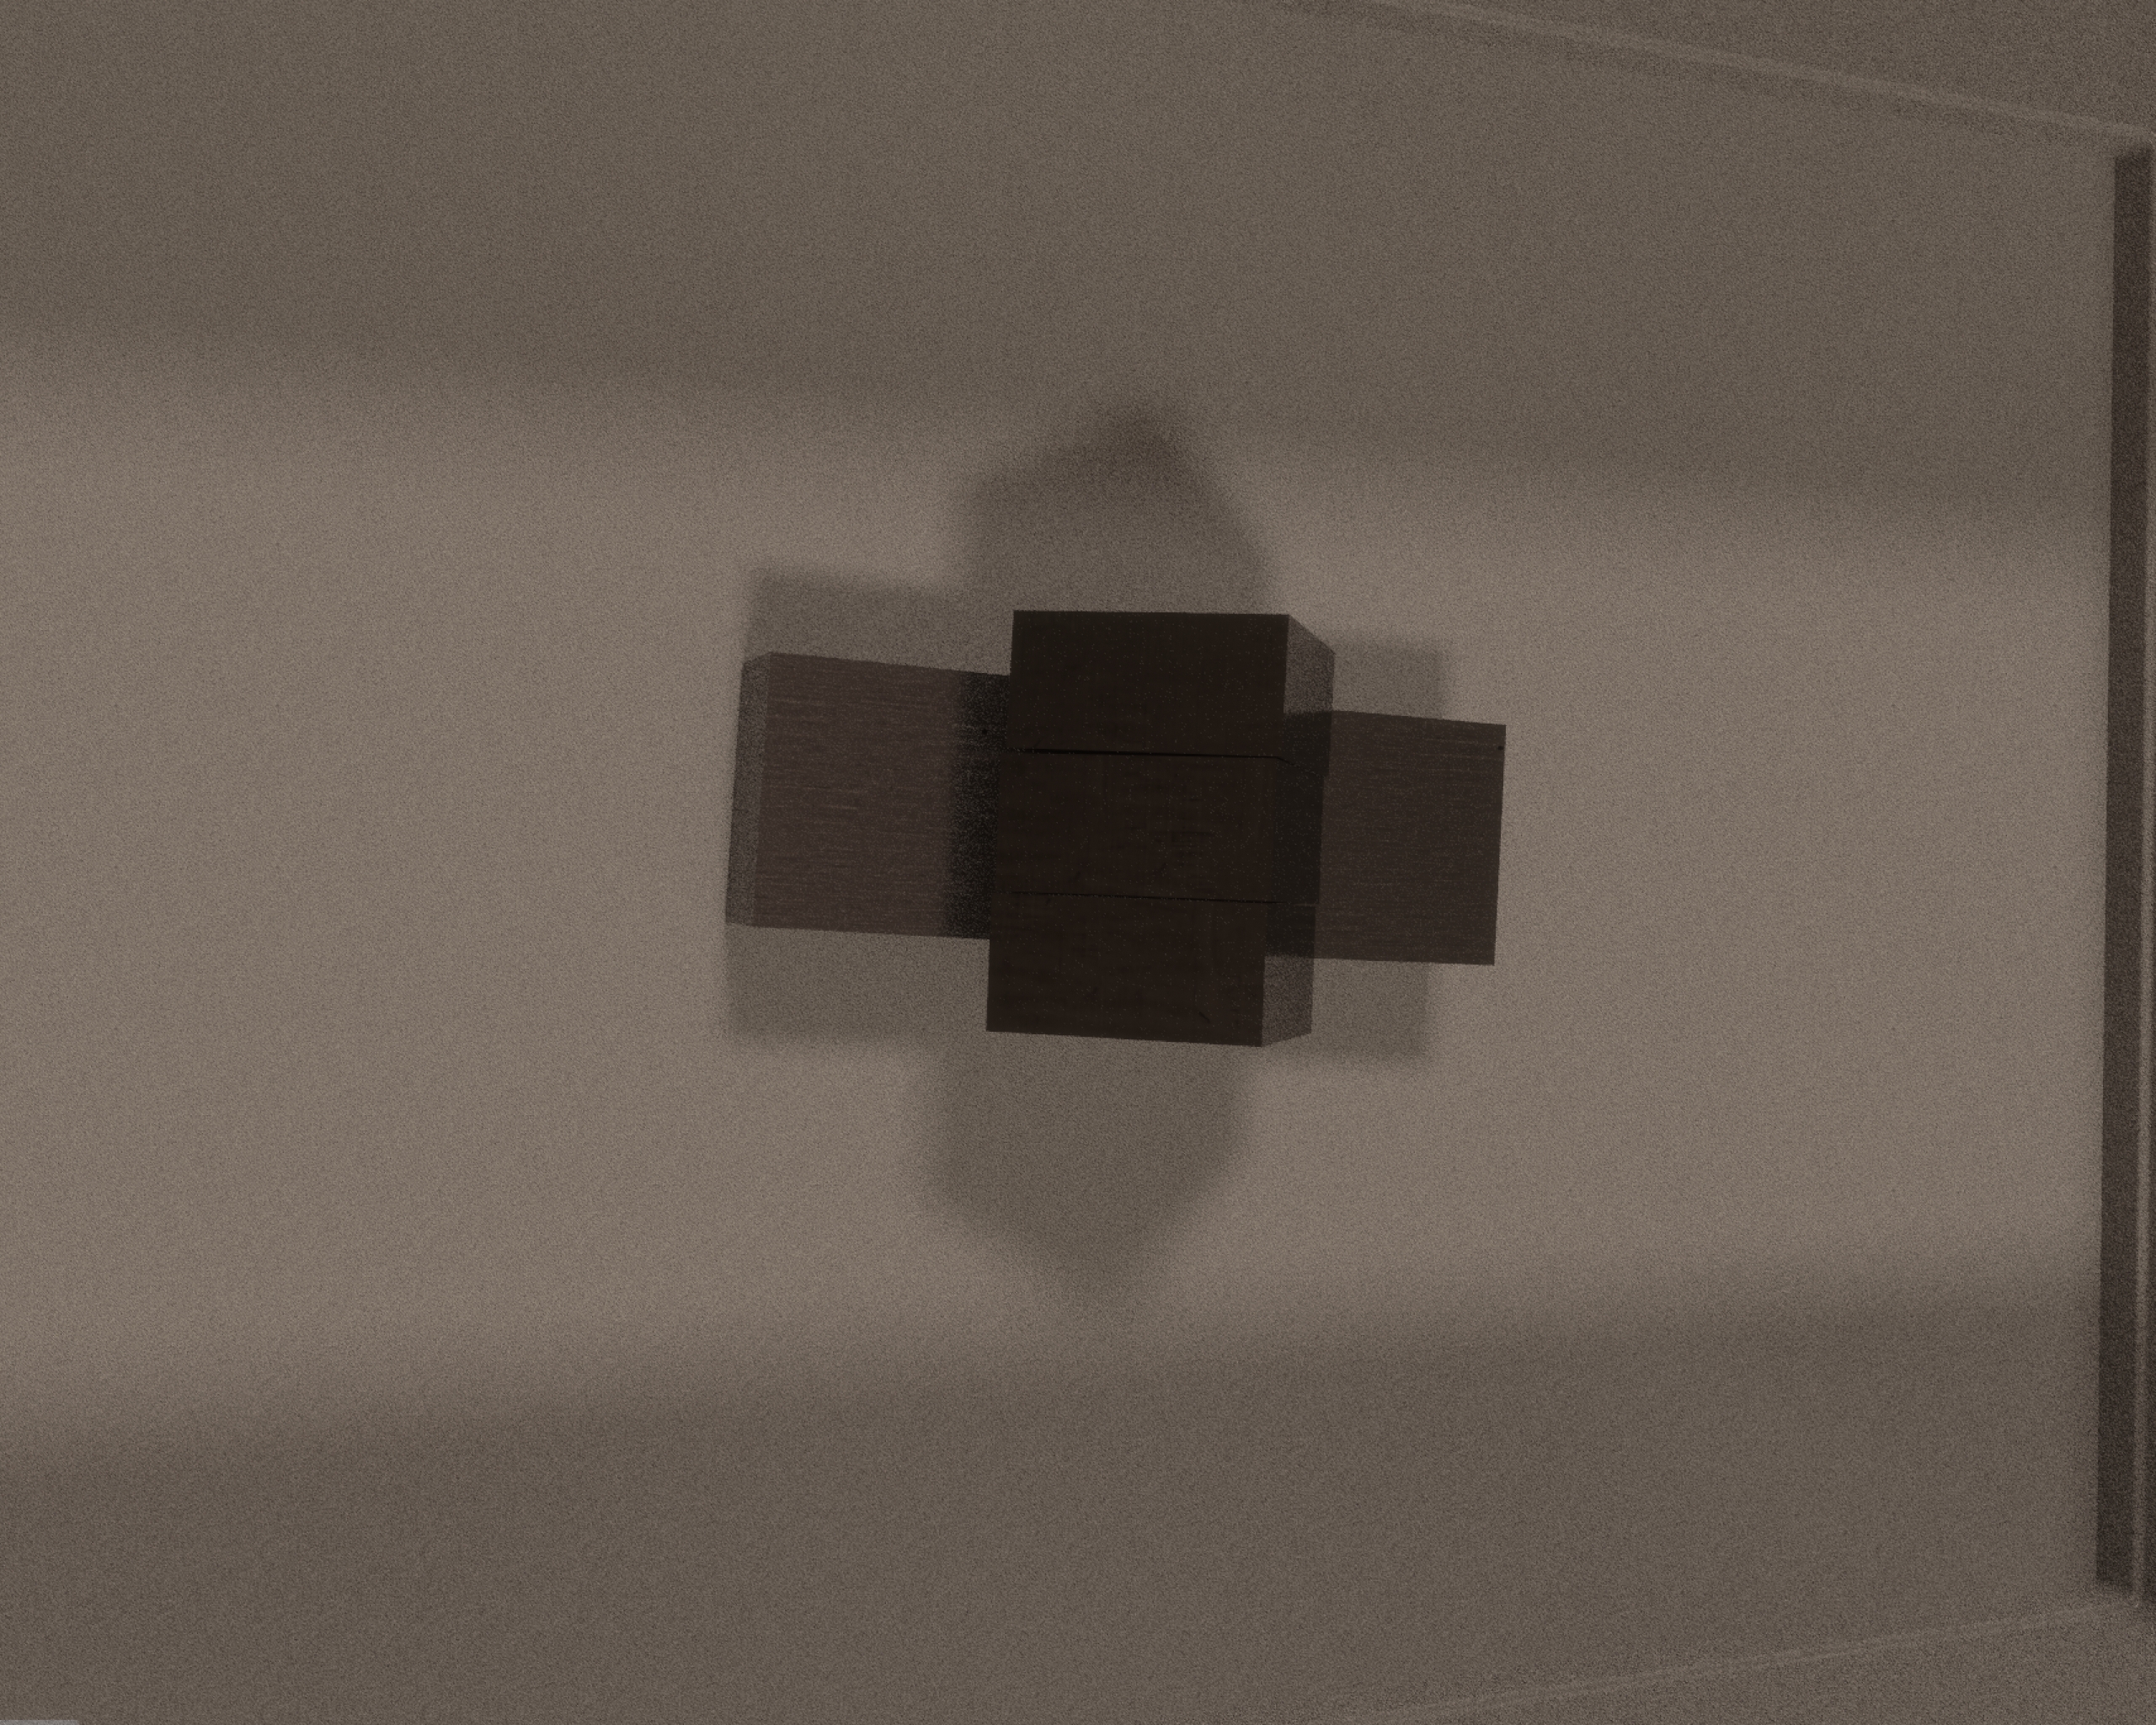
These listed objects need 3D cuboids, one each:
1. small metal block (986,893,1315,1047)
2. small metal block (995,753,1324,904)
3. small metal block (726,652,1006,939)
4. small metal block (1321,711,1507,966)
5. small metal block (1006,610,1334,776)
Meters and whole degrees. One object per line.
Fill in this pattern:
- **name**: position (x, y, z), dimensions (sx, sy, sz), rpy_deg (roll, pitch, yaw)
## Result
- **small metal block**: position (0.015, 0.019, 0.392), dimensions (0.050, 0.050, 0.025), rpy_deg (2, 89, 16)
- **small metal block**: position (0.017, -0.006, 0.392), dimensions (0.050, 0.050, 0.025), rpy_deg (2, 89, 16)
- **small metal block**: position (-0.038, -0.012, 0.396), dimensions (0.050, 0.025, 0.050), rpy_deg (4, 89, -20)
- **small metal block**: position (0.059, -0.005, 0.432), dimensions (0.050, 0.025, 0.050), rpy_deg (3, 89, -20)
- **small metal block**: position (0.019, -0.031, 0.392), dimensions (0.050, 0.050, 0.025), rpy_deg (3, 89, 16)
